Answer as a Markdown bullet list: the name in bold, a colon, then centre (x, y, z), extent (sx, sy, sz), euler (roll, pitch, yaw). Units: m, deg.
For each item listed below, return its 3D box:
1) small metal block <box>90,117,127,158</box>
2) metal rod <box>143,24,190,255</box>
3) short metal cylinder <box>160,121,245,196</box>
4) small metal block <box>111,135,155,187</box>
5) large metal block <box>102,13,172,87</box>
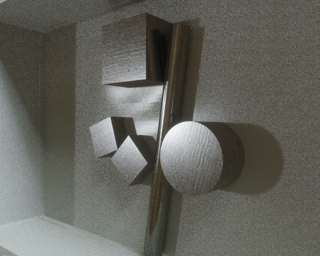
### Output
- **small metal block**: centre (-0.076, 0.015, 0.467), extent (0.050, 0.025, 0.050), euler (-23, 76, 37)
- **metal rod**: centre (0.008, 0.021, 0.398), extent (0.025, 0.025, 0.298), euler (11, 97, 39)
- **short metal cylinder**: centre (0.047, 0.033, 0.350), extent (0.080, 0.050, 0.079), euler (0, 90, 39)
- **small metal block**: centre (-0.035, 0.045, 0.434), extent (0.050, 0.025, 0.050), euler (-51, 60, 27)
- **large metal block**: centre (-0.032, -0.099, 0.415), extent (0.080, 0.050, 0.079), euler (1, 90, 39)
